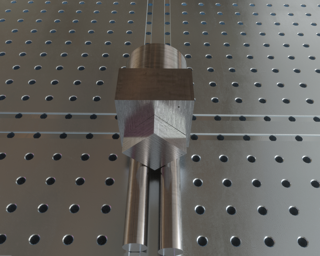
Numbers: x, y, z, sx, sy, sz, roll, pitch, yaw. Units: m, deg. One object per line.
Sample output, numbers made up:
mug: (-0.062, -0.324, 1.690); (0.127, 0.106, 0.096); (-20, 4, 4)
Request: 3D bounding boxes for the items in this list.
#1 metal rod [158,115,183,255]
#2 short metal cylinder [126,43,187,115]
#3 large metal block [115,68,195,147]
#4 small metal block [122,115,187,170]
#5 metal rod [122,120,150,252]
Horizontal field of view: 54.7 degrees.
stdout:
metal rod: (0.012, 0.008, 0.403); (0.025, 0.025, 0.300); (1, 50, 0)
short metal cylinder: (-0.005, -0.060, 0.394); (0.081, 0.080, 0.050); (1, 50, 0)
large metal block: (-0.005, -0.022, 0.358); (0.081, 0.080, 0.050); (0, 50, 0)
small metal block: (-0.006, 0.018, 0.346); (0.050, 0.050, 0.025); (33, 41, -33)
metal rod: (-0.023, 0.005, 0.405); (0.025, 0.025, 0.300); (1, 50, 0)
